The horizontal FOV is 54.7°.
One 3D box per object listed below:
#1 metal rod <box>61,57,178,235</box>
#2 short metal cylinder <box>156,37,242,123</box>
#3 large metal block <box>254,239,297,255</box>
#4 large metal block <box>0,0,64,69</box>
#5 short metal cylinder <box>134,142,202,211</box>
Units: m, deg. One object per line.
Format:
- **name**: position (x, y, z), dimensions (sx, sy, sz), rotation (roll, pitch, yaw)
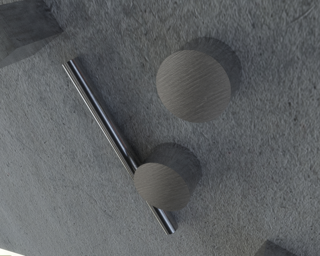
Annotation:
- **metal rod**: position (-0.051, 0.036, 0.456), dimensions (0.025, 0.025, 0.299), rotation (-18, 110, 35)
- **short metal cylinder**: position (0.043, -0.052, 0.336), dimensions (0.080, 0.050, 0.079), rotation (13, 124, 21)
- **large metal block**: position (0.148, 0.219, 0.429), dimensions (0.050, 0.080, 0.079), rotation (26, 128, 12)
- **large metal block**: position (-0.188, -0.119, 0.397), dimensions (0.080, 0.080, 0.050), rotation (-19, 108, 35)
- **short metal cylinder**: position (0.012, 0.067, 0.426), dimensions (0.080, 0.050, 0.079), rotation (13, 124, 21)
